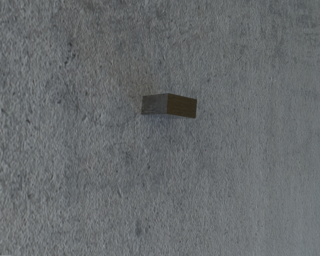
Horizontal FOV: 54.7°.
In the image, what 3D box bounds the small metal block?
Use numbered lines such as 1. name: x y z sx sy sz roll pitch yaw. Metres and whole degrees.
1. small metal block: 0.012 -0.027 0.401 0.050 0.050 0.025 7 86 -40
